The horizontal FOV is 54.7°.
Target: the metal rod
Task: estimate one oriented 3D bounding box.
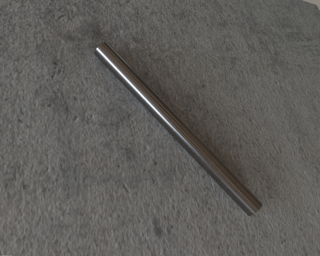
[{"bbox_3d":[0.022,-0.001,0.418,0.300,0.025,0.025,46,51,4],"label":"metal rod"}]
